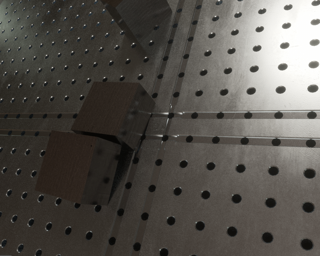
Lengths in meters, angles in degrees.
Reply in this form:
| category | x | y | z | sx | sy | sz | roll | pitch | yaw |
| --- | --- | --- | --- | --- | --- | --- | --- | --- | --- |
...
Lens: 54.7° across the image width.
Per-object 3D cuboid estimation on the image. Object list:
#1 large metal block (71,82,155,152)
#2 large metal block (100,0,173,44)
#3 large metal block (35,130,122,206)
| category | x | y | z | sx | sy | sz | roll | pitch | yaw |
| --- | --- | --- | --- | --- | --- | --- | --- | --- | --- |
| large metal block | -0.064 | -0.017 | 0.435 | 0.080 | 0.050 | 0.080 | 6 | 65 | 30 |
| large metal block | -0.038 | -0.204 | 0.516 | 0.080 | 0.080 | 0.050 | -46 | 51 | -4 |
| large metal block | -0.105 | 0.051 | 0.403 | 0.080 | 0.050 | 0.080 | 6 | 78 | 30 |
